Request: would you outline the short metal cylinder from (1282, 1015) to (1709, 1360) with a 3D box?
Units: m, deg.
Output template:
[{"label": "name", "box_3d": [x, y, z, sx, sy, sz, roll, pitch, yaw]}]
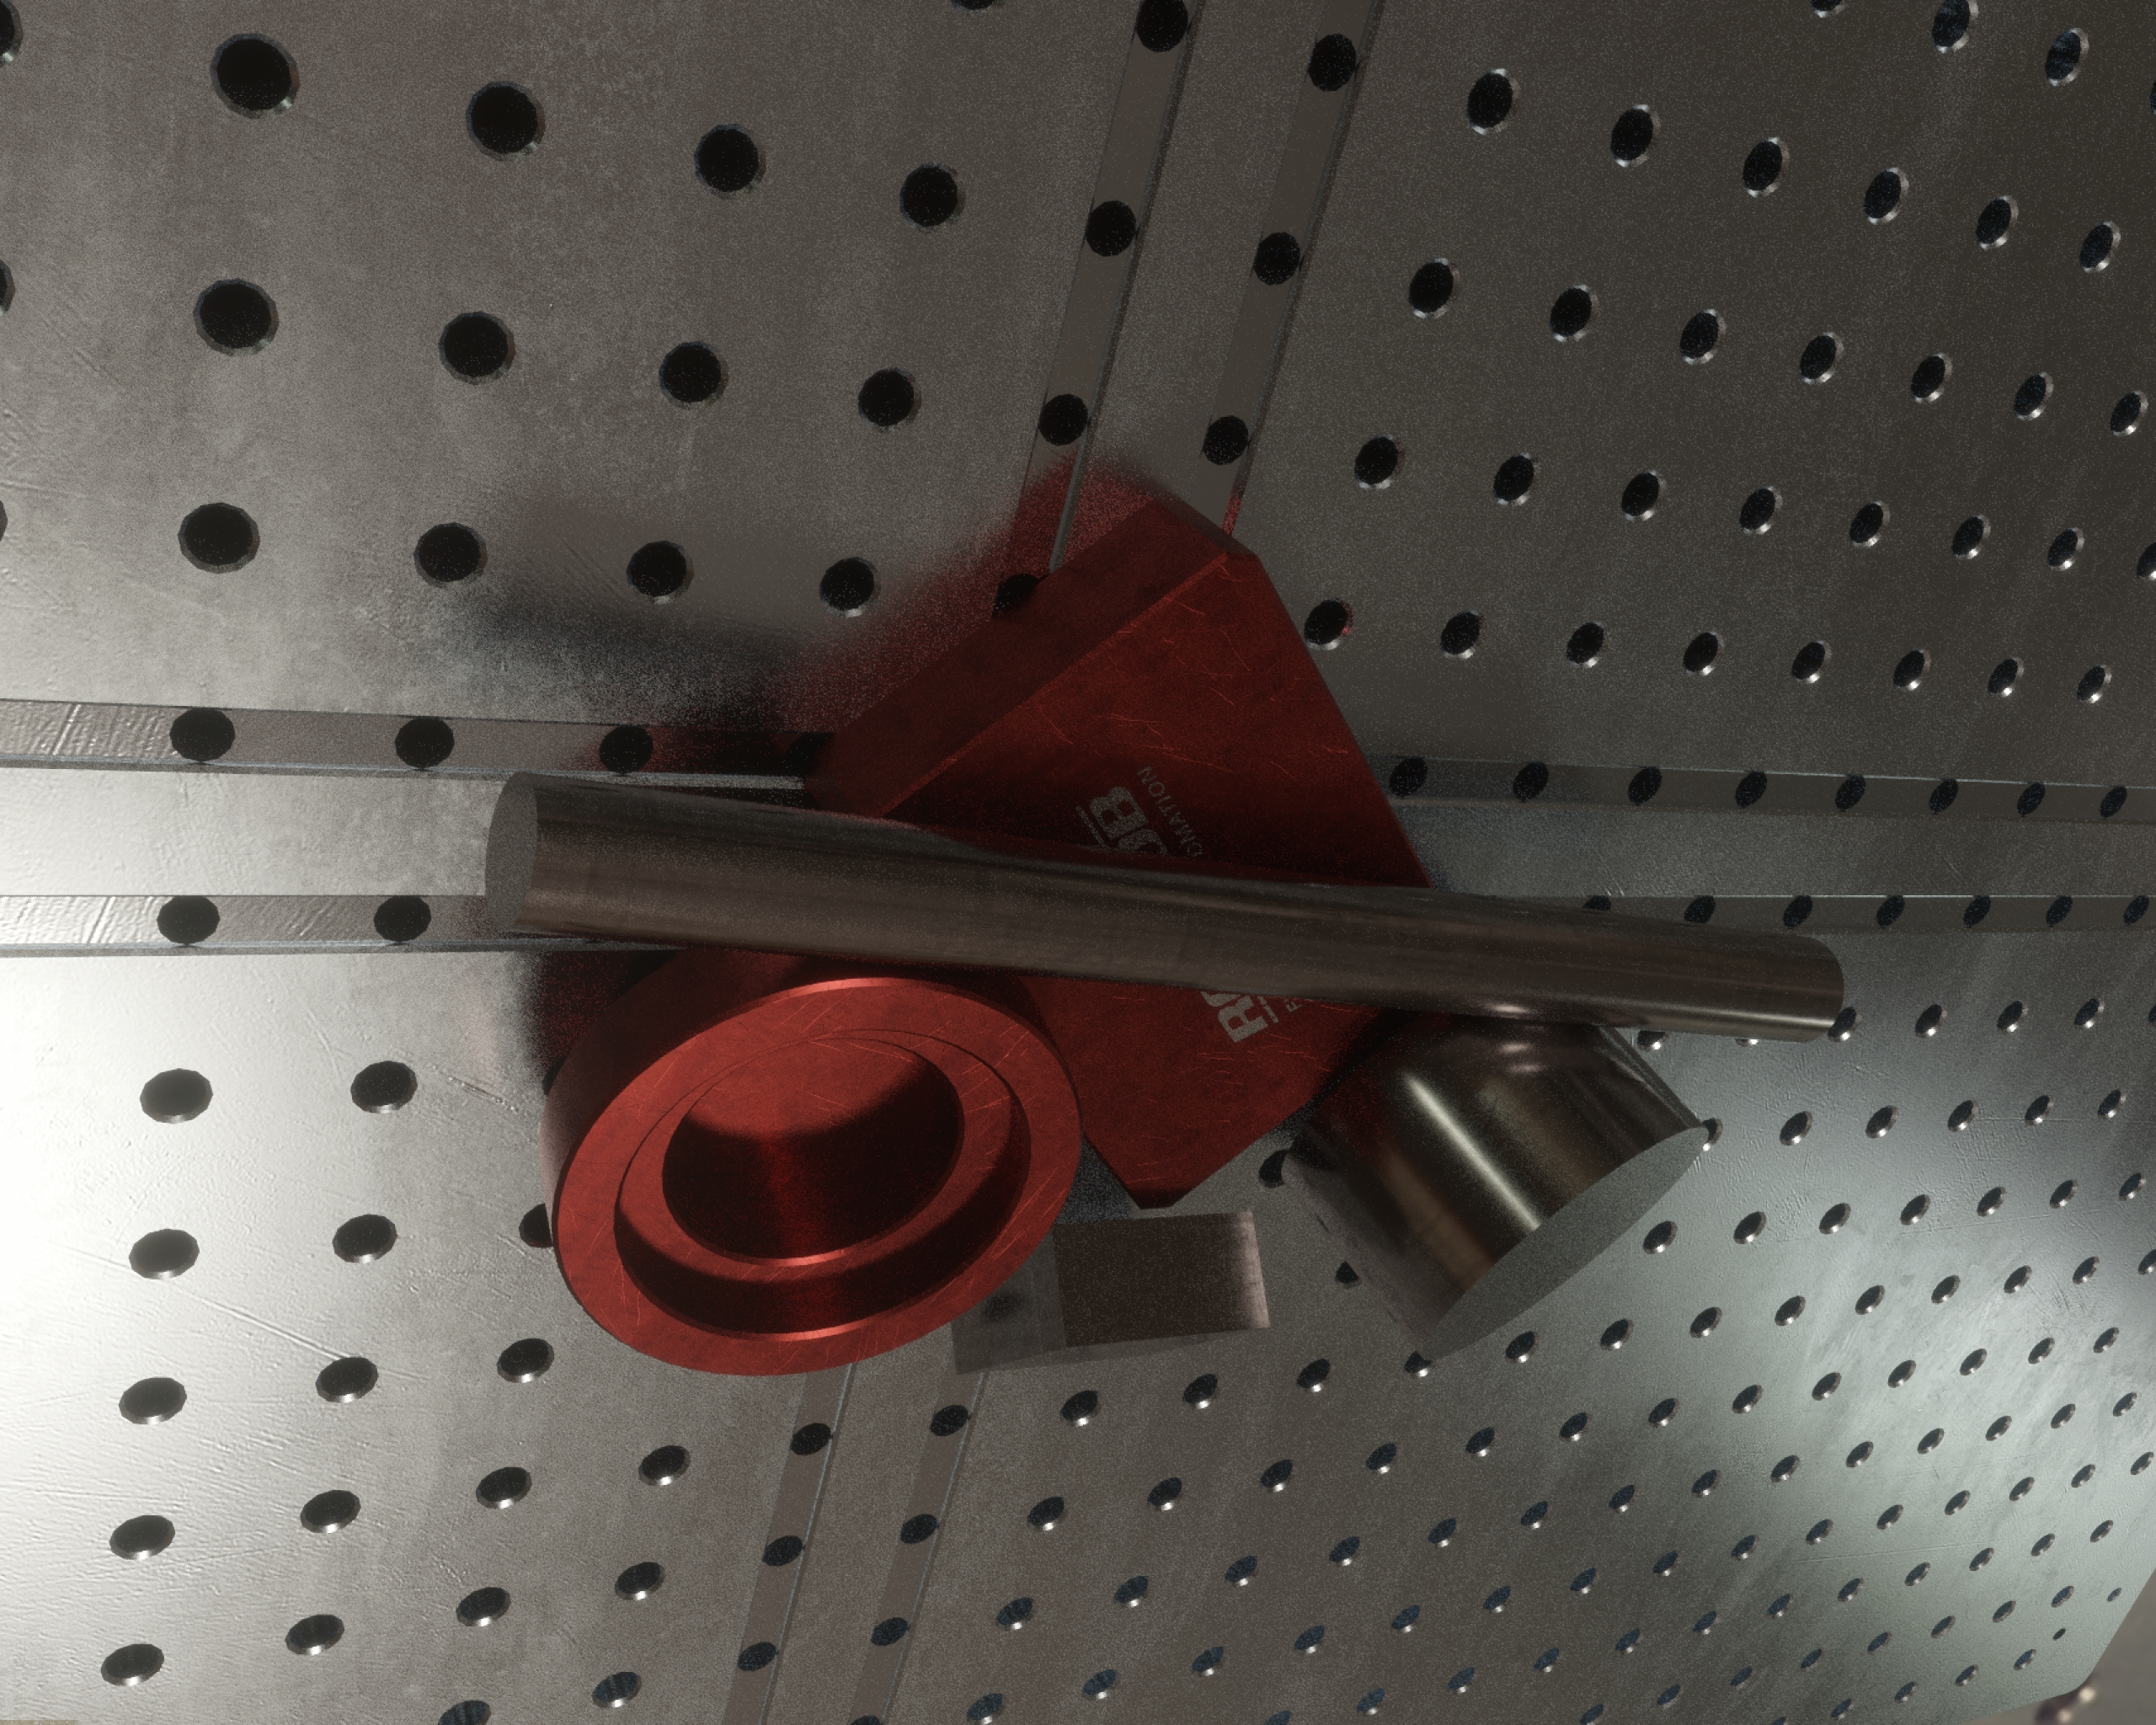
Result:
[{"label": "short metal cylinder", "box_3d": [0.093, 0.067, 0.470, 0.080, 0.050, 0.080, -30, 154, -17]}]

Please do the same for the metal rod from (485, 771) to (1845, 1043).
[{"label": "metal rod", "box_3d": [0.040, 0.014, 0.402, 0.302, 0.025, 0.025, 7, 115, -32]}]

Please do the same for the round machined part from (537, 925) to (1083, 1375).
[{"label": "round machined part", "box_3d": [-0.052, 0.048, 0.396, 0.099, 0.042, 0.097, -11, 128, -15]}]

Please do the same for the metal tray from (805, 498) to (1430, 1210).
[{"label": "metal tray", "box_3d": [0.017, 0.003, 0.422, 0.090, 0.030, 0.130, -37, 130, -4]}]

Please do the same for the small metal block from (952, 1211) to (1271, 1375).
[{"label": "small metal block", "box_3d": [0.006, 0.095, 0.457, 0.050, 0.025, 0.050, 2, 161, -31]}]
